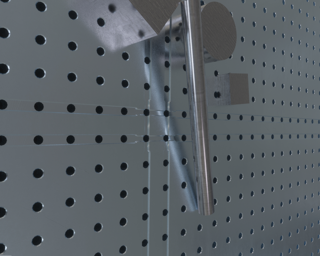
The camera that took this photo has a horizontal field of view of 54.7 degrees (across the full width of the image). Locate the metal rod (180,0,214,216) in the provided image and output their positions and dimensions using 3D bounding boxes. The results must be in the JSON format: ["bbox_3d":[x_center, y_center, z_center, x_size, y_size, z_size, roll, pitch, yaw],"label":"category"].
[{"bbox_3d":[0.054,-0.016,0.427,0.025,0.025,0.298,-20,111,-38],"label":"metal rod"}]

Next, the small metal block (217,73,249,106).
[{"bbox_3d":[0.121,-0.064,0.511,0.050,0.025,0.050,-7,95,-40],"label":"small metal block"}]

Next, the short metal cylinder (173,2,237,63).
[{"bbox_3d":[0.066,-0.134,0.448,0.081,0.050,0.079,0,90,-40],"label":"short metal cylinder"}]

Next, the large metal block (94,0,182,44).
[{"bbox_3d":[-0.025,-0.163,0.372,0.080,0.050,0.080,44,63,-31],"label":"large metal block"}]
